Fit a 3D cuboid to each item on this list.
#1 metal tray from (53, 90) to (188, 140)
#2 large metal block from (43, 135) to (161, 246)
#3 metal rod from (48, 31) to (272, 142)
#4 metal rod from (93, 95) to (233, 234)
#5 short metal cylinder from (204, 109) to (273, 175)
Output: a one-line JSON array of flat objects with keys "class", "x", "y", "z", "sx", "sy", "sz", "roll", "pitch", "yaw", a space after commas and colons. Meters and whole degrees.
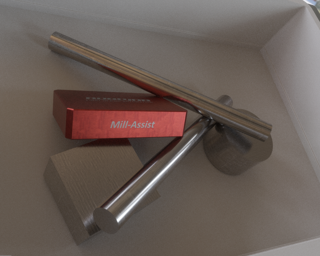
[{"class": "metal tray", "x": -0.047, "y": -0.017, "z": 0.351, "sx": 0.131, "sy": 0.030, "sz": 0.090, "roll": -1, "pitch": 18, "yaw": -27}, {"class": "large metal block", "x": -0.060, "y": 0.059, "z": 0.316, "sx": 0.081, "sy": 0.050, "sz": 0.080, "roll": -21, "pitch": 73, "yaw": -36}, {"class": "metal rod", "x": 0.000, "y": -0.054, "z": 0.400, "sx": 0.301, "sy": 0.025, "sz": 0.025, "roll": 24, "pitch": 52, "yaw": 1}, {"class": "metal rod", "x": 0.029, "y": 0.017, "z": 0.364, "sx": 0.025, "sy": 0.025, "sz": 0.302, "roll": 47, "pitch": 37, "yaw": 4}, {"class": "short metal cylinder", "x": 0.109, "y": 0.020, "z": 0.435, "sx": 0.081, "sy": 0.050, "sz": 0.080, "roll": 14, "pitch": 56, "yaw": -21}]
